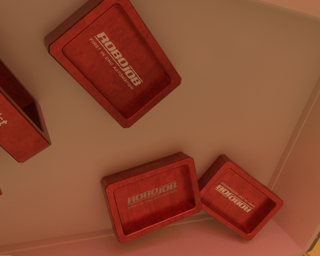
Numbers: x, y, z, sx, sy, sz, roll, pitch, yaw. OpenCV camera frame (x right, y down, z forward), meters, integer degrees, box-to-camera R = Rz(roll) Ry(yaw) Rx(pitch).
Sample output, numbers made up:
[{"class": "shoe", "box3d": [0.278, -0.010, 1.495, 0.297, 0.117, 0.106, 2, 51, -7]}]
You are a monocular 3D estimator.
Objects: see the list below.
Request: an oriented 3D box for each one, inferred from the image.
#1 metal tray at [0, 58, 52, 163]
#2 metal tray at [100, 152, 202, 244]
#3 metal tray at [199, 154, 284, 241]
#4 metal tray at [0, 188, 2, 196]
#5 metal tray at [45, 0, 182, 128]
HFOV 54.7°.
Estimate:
[{"class": "metal tray", "box3d": [-0.149, -0.040, 0.260, 0.030, 0.090, 0.130, -34, 129, -6]}, {"class": "metal tray", "box3d": [-0.009, 0.096, 0.441, 0.131, 0.030, 0.089, -16, 106, -19]}, {"class": "metal tray", "box3d": [0.125, 0.116, 0.511, 0.130, 0.030, 0.090, 37, 98, -14]}, {"class": "metal tray", "box3d": [-0.174, 0.013, 0.241, 0.030, 0.090, 0.129, -43, 172, -33]}, {"class": "metal tray", "box3d": [-0.045, -0.070, 0.336, 0.090, 0.030, 0.130, -41, 130, 0]}]
